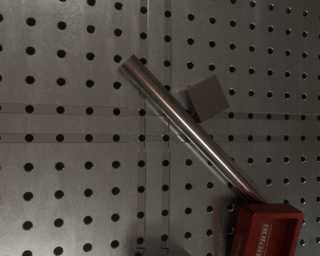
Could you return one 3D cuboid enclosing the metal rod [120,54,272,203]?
[{"bbox_3d":[0.059,0.017,0.435,0.300,0.025,0.025,46,76,-15],"label":"metal rod"}]

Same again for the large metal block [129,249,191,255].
[{"bbox_3d":[0.000,0.206,0.401,0.081,0.050,0.080,9,87,-20],"label":"large metal block"}]

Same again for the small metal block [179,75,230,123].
[{"bbox_3d":[0.063,-0.041,0.437,0.050,0.025,0.050,-29,100,-18],"label":"small metal block"}]

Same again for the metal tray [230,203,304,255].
[{"bbox_3d":[0.152,0.177,0.453,0.091,0.030,0.129,5,101,-21],"label":"metal tray"}]
